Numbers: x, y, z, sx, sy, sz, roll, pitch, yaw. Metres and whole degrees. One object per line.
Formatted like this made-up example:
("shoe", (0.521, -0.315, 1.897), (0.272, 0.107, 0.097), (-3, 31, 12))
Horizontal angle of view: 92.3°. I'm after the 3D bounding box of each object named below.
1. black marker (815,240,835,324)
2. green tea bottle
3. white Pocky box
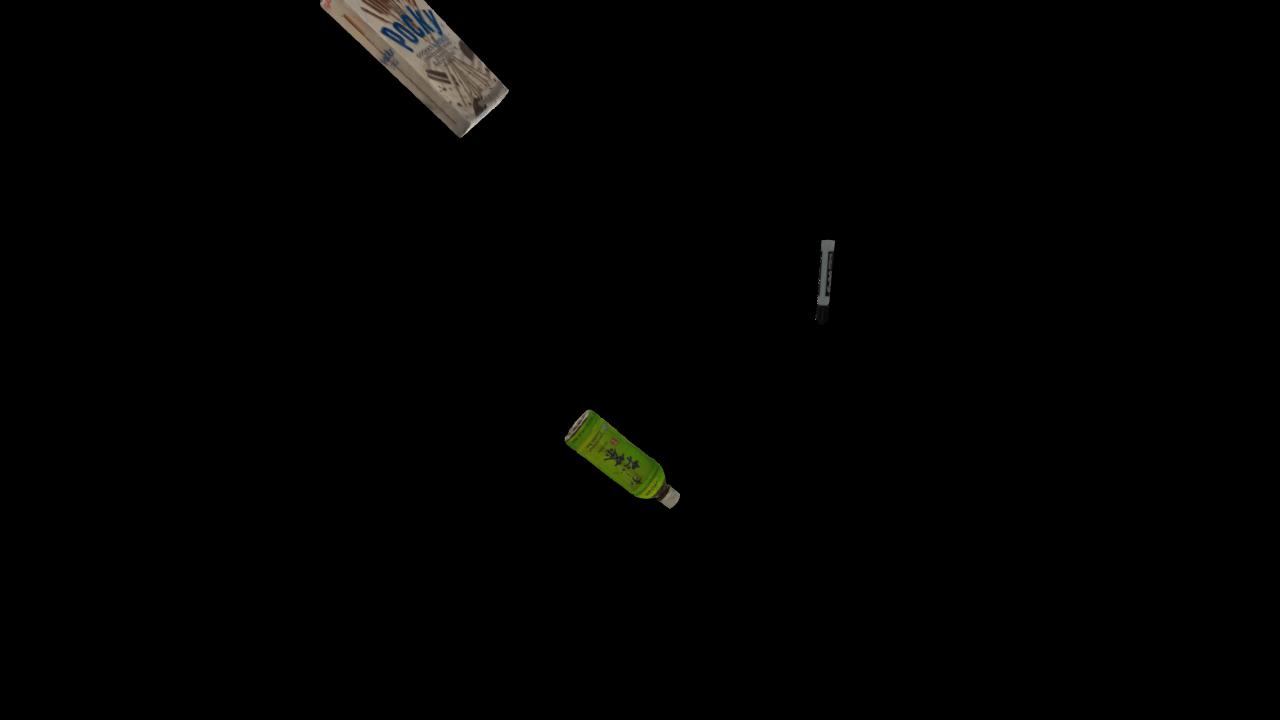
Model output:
("black marker", (0.267, -0.112, 0.887), (0.020, 0.121, 0.020), (0, 15, 0))
("green tea bottle", (-0.023, 0.170, 1.011), (0.212, 0.073, 0.073), (40, -9, -10))
("white Pocky box", (-0.202, -0.287, 0.570), (0.154, 0.084, 0.028), (43, -44, -21))
